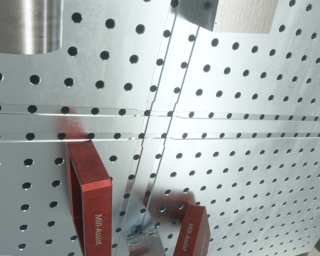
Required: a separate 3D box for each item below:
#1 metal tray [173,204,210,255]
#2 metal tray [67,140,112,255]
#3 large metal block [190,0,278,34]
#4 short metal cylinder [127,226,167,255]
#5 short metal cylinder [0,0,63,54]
[{"bbox_3d":[0.053,0.203,0.507,0.030,0.130,0.090,2,129,21],"label":"metal tray"},{"bbox_3d":[-0.087,0.092,0.378,0.030,0.090,0.129,-9,122,-24],"label":"metal tray"},{"bbox_3d":[0.087,-0.153,0.348,0.081,0.050,0.079,-7,122,-25],"label":"large metal block"},{"bbox_3d":[-0.016,0.204,0.489,0.050,0.080,0.080,-19,127,-6],"label":"short metal cylinder"},{"bbox_3d":[-0.121,-0.096,0.250,0.081,0.080,0.050,-3,120,-27],"label":"short metal cylinder"}]
